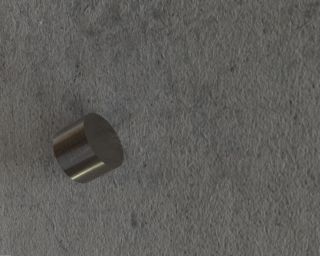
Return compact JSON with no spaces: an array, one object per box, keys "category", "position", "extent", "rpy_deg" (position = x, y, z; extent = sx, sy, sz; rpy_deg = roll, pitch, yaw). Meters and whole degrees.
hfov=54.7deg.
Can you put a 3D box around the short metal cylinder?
[{"category":"short metal cylinder","position":[-0.093,0.027,0.411],"extent":[0.050,0.080,0.080],"rpy_deg":[-28,81,17]}]
